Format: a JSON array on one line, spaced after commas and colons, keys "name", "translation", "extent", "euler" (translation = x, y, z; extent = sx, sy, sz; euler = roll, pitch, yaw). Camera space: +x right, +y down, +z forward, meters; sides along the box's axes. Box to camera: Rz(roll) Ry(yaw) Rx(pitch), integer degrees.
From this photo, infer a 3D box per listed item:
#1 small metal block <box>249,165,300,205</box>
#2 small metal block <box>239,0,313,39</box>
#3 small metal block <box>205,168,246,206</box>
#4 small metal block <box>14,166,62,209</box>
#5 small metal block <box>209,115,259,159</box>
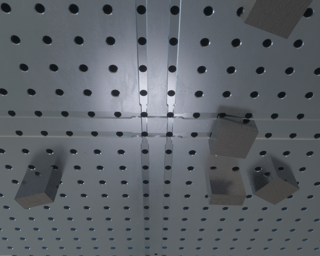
[{"name": "small metal block", "translation": [0.180, 0.091, 0.490], "extent": [0.050, 0.025, 0.050], "euler": [28, 125, -22]}, {"name": "small metal block", "translation": [0.115, -0.124, 0.307], "extent": [0.050, 0.025, 0.050], "euler": [15, 129, -13]}, {"name": "small metal block", "translation": [0.098, 0.089, 0.471], "extent": [0.050, 0.050, 0.025], "euler": [3, 130, -3]}, {"name": "small metal block", "translation": [-0.183, 0.090, 0.470], "extent": [0.050, 0.050, 0.025], "euler": [-15, 129, 12]}, {"name": "small metal block", "translation": [0.099, 0.013, 0.423], "extent": [0.050, 0.025, 0.050], "euler": [8, 130, -7]}]
